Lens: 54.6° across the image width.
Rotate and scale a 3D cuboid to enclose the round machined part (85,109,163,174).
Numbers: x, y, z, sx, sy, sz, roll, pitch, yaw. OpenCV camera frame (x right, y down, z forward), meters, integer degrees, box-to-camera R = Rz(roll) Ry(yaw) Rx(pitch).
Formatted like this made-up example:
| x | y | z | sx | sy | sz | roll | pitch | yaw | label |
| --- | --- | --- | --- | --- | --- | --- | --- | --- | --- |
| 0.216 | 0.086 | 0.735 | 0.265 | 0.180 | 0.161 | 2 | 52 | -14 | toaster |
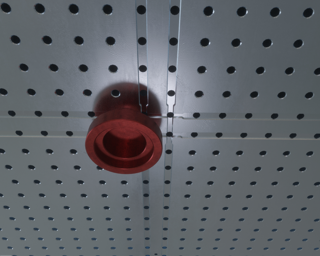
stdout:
| x | y | z | sx | sy | sz | roll | pitch | yaw | label |
| --- | --- | --- | --- | --- | --- | --- | --- | --- | --- |
| -0.046 | 0.014 | 0.411 | 0.099 | 0.042 | 0.097 | 0 | 130 | 0 | round machined part |
